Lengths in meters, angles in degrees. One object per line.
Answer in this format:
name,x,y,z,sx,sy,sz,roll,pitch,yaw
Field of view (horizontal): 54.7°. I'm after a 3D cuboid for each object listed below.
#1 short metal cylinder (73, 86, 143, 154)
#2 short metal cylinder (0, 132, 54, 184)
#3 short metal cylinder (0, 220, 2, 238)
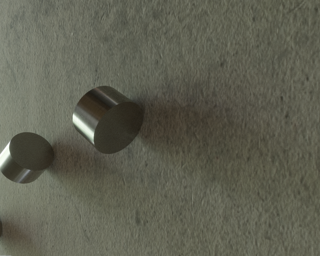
short metal cylinder,-0.071,-0.011,0.425,0.050,0.081,0.079,36,112,34
short metal cylinder,-0.244,0.054,0.567,0.050,0.081,0.080,-41,66,32
short metal cylinder,-0.411,0.235,0.703,0.050,0.081,0.080,-13,82,39
